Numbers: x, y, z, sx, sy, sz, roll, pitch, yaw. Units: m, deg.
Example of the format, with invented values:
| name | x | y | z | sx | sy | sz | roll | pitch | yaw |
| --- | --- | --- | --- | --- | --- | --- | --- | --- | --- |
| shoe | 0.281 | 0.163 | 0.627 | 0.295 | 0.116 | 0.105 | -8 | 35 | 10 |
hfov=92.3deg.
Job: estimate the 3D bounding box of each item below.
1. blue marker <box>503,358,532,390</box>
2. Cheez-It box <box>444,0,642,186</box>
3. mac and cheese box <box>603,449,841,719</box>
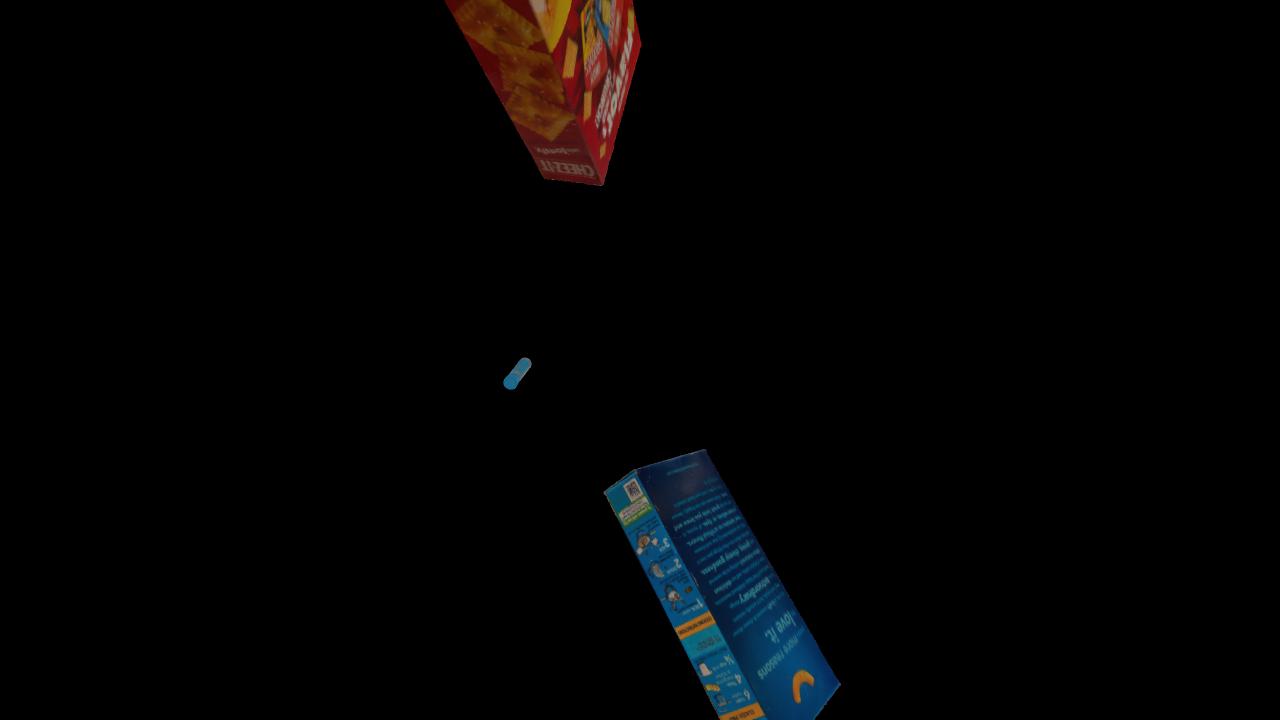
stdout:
| name | x | y | z | sx | sy | sz | roll | pitch | yaw |
| --- | --- | --- | --- | --- | --- | --- | --- | --- | --- |
| blue marker | -0.167 | 0.018 | 0.845 | 0.020 | 0.020 | 0.121 | 0 | 12 | -1 |
| Cheez-It box | -0.062 | -0.273 | 0.492 | 0.071 | 0.166 | 0.223 | 11 | -15 | 13 |
| mac and cheese box | 0.055 | 0.154 | 0.416 | 0.041 | 0.184 | 0.093 | -40 | -21 | 30 |
